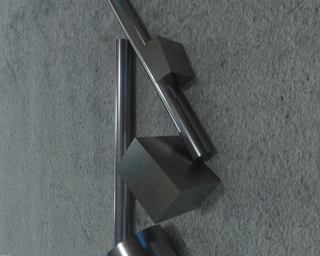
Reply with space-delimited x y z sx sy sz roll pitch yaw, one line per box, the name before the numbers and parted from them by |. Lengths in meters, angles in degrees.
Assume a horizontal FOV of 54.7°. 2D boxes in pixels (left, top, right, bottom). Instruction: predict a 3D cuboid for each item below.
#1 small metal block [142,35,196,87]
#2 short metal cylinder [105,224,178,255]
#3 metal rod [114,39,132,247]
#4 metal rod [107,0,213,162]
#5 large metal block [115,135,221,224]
small metal block | 0.011 -0.080 0.378 0.025 0.050 0.050 -31 71 35
short metal cylinder | -0.022 0.164 0.385 0.080 0.081 0.050 -48 62 29
metal rod | -0.054 0.024 0.446 0.025 0.025 0.298 0 90 39
metal rod | -0.014 -0.091 0.414 0.025 0.025 0.299 -41 65 32
large metal block | 0.010 0.055 0.360 0.080 0.081 0.050 47 118 29
